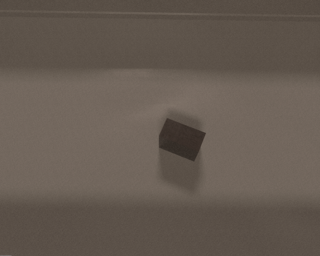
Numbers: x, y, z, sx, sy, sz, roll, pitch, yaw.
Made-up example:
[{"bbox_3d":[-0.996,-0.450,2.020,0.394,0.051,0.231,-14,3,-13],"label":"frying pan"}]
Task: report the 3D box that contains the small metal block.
[{"bbox_3d":[0.027,0.016,0.391,0.050,0.050,0.025,21,72,7],"label":"small metal block"}]
